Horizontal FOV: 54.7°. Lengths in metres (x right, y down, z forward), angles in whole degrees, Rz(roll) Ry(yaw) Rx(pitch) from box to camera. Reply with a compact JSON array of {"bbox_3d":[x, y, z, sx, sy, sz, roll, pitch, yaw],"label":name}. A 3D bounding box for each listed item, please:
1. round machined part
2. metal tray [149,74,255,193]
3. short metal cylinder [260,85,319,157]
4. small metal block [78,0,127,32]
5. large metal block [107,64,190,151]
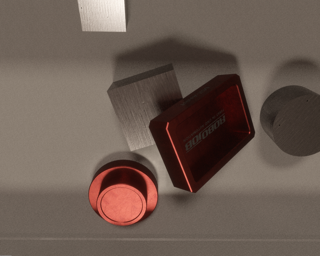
[{"bbox_3d":[-0.052,0.098,0.438,0.099,0.042,0.097,0,110,-1],"label":"round machined part"},{"bbox_3d":[0.056,0.002,0.366,0.131,0.030,0.090,-36,115,-32],"label":"metal tray"},{"bbox_3d":[0.176,-0.010,0.397,0.081,0.050,0.079,0,110,-1],"label":"short metal cylinder"},{"bbox_3d":[-0.064,-0.138,0.351,0.050,0.025,0.050,0,131,-1],"label":"small metal block"},{"bbox_3d":[-0.010,-0.027,0.388,0.080,0.050,0.080,-17,109,6],"label":"large metal block"}]
